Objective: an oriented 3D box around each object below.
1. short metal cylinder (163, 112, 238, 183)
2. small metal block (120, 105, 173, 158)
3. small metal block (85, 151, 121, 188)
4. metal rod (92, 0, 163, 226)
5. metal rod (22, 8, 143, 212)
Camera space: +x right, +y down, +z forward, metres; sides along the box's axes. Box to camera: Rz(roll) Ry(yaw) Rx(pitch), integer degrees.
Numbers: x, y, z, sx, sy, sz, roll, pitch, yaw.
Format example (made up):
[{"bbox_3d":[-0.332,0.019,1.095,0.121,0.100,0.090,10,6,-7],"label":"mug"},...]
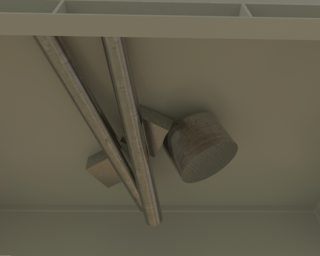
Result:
[{"bbox_3d":[0.051,0.026,0.395,0.081,0.050,0.080,-21,146,-15],"label":"short metal cylinder"},{"bbox_3d":[-0.018,0.004,0.404,0.050,0.025,0.050,26,127,-3],"label":"small metal block"},{"bbox_3d":[-0.072,0.057,0.457,0.050,0.025,0.050,-27,125,21],"label":"small metal block"},{"bbox_3d":[-0.031,0.004,0.376,0.025,0.025,0.298,-7,119,5],"label":"metal rod"},{"bbox_3d":[-0.073,0.001,0.388,0.025,0.025,0.299,-17,122,13],"label":"metal rod"}]
